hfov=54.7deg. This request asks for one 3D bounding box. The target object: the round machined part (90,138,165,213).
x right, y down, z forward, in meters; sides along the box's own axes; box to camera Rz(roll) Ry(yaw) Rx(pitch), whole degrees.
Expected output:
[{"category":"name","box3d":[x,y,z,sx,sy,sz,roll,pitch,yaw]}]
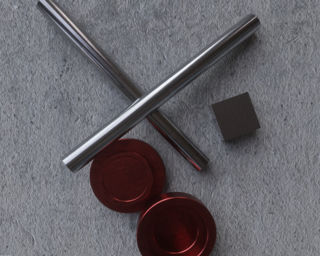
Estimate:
[{"category":"round machined part","box3d":[-0.042,0.062,0.401,0.099,0.042,0.097,0,90,0]}]

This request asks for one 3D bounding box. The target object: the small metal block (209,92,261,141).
[{"category":"small metal block","box3d":[0.098,-0.015,0.411,0.050,0.025,0.050,-20,90,0]}]

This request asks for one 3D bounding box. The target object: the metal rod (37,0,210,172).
[{"category":"metal rod","box3d":[-0.048,-0.058,0.409,0.025,0.025,0.300,-44,90,0]}]

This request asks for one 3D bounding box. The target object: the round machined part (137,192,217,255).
[{"category":"round machined part","box3d":[0.019,0.129,0.397,0.099,0.042,0.097,-1,96,-5]}]

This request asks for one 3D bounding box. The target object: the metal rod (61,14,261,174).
[{"category":"metal rod","box3d":[0.008,-0.048,0.388,0.301,0.025,0.025,-39,90,-9]}]
